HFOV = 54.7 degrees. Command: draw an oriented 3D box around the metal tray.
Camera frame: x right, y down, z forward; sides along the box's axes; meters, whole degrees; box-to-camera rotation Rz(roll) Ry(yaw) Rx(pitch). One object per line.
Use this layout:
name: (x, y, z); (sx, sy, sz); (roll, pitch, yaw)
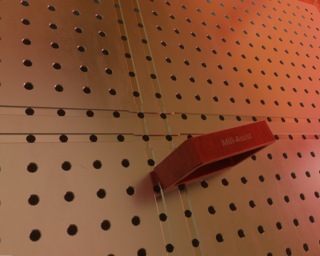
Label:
metal tray: (0.068, 0.034, 0.384); (0.131, 0.090, 0.030); (-12, 68, -33)
